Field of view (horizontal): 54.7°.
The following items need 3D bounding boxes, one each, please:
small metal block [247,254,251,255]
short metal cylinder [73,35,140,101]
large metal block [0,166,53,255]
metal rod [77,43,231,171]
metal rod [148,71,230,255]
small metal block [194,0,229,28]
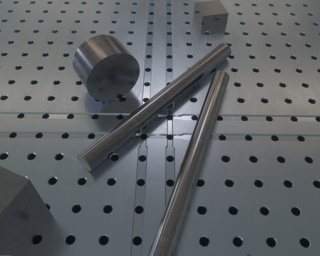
[{"bbox_3d":[0.089,0.153,0.280,0.050,0.025,0.050,29,56,22],"label":"small metal block"},{"bbox_3d":[-0.076,-0.085,0.443,0.081,0.080,0.050,-25,55,-20],"label":"short metal cylinder"},{"bbox_3d":[-0.158,0.092,0.294,0.050,0.080,0.080,20,53,16],"label":"large metal block"},{"bbox_3d":[0.009,-0.044,0.444,0.025,0.025,0.302,34,58,25],"label":"metal rod"},{"bbox_3d":[0.044,0.031,0.381,0.025,0.025,0.301,15,51,12],"label":"metal rod"},{"bbox_3d":[0.097,-0.218,0.592,0.050,0.025,0.050,-10,51,-9],"label":"small metal block"}]
